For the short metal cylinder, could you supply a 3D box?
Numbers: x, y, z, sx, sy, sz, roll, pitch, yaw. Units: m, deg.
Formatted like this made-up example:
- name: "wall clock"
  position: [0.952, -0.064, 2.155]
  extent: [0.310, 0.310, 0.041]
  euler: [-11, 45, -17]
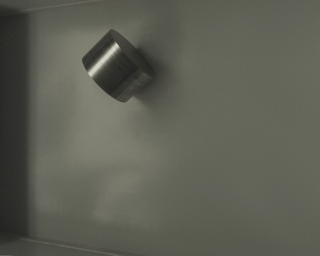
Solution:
- name: "short metal cylinder"
  position: [-0.052, -0.079, 0.400]
  extent: [0.050, 0.080, 0.080]
  euler: [-40, 77, 16]
